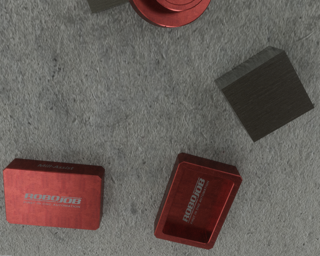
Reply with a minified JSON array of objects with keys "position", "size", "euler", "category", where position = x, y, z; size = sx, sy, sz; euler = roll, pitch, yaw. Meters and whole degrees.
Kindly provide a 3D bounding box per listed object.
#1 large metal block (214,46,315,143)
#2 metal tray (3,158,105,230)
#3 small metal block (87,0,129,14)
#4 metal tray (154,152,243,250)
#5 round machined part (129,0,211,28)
[{"position":[0.126,-0.043,0.383],"size":[0.080,0.050,0.080],"euler":[-32,107,11],"category":"large metal block"},{"position":[-0.148,0.095,0.440],"size":[0.131,0.030,0.089],"euler":[6,110,-3],"category":"metal tray"},{"position":[-0.060,-0.162,0.349],"size":[0.050,0.025,0.050],"euler":[-17,110,5],"category":"small metal block"},{"position":[0.052,0.108,0.447],"size":[0.091,0.030,0.129],"euler":[15,109,-6],"category":"metal tray"},{"position":[0.014,-0.158,0.329],"size":[0.099,0.042,0.097],"euler":[-4,106,-15],"category":"round machined part"}]
